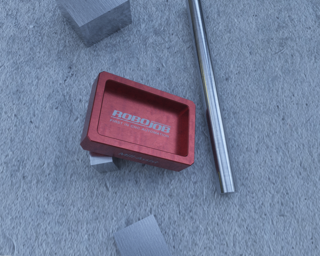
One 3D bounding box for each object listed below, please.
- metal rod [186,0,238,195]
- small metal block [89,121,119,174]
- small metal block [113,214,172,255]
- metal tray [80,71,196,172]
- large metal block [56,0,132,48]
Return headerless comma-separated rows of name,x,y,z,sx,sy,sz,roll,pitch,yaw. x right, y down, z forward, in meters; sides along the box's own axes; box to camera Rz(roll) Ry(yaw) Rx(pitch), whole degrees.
metal rod,0.068,-0.060,0.430,0.025,0.025,0.299,-6,70,-2
small metal block,-0.070,0.025,0.384,0.025,0.050,0.050,-10,71,-2
small metal block,-0.020,0.135,0.359,0.050,0.025,0.050,-24,72,-9
metal tray,-0.021,-0.006,0.373,0.131,0.030,0.090,16,61,-22
large metal block,-0.099,-0.180,0.459,0.080,0.050,0.080,-34,74,-12
